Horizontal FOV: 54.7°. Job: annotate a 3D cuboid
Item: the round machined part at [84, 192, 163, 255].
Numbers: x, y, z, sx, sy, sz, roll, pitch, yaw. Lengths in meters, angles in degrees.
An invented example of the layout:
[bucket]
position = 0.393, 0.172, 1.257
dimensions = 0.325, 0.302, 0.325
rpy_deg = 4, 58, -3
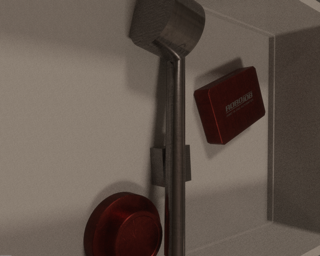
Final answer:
[round machined part]
position = -0.036, 0.128, 0.368
dimensions = 0.099, 0.042, 0.097
rpy_deg = 0, 90, -40

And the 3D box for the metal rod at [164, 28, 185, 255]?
[metal rod]
position = 0.020, 0.004, 0.396
dimensions = 0.025, 0.025, 0.299
rpy_deg = 11, 74, -40

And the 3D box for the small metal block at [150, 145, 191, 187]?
[small metal block]
position = 0.015, 0.050, 0.422
dimensions = 0.050, 0.025, 0.050
rpy_deg = -5, 93, -40

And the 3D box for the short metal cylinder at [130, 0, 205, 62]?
[short metal cylinder]
position = 0.008, -0.128, 0.379
dimensions = 0.050, 0.080, 0.080
rpy_deg = 17, 79, -39

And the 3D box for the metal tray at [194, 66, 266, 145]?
[metal tray]
position = 0.118, -0.039, 0.505
dimensions = 0.131, 0.030, 0.089
rpy_deg = -29, 109, -36
